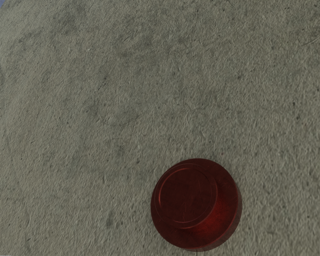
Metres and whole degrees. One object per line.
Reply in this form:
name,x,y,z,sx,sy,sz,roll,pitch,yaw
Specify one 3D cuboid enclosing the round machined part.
round machined part,0.033,0.077,0.329,0.098,0.042,0.098,-13,56,21
